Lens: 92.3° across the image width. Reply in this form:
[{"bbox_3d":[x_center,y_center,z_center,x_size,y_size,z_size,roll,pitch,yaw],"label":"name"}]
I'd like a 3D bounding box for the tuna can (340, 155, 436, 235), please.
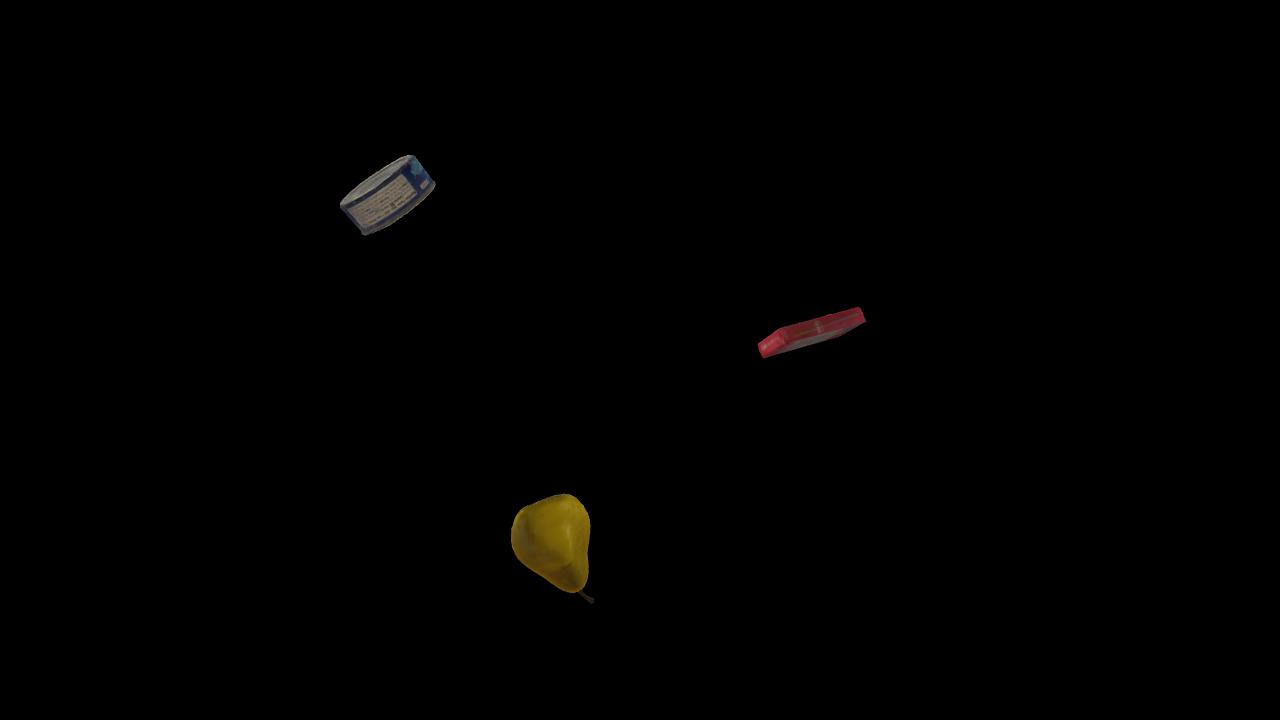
[{"bbox_3d":[-0.236,-0.155,0.574,0.084,0.034,0.084,-23,34,16],"label":"tuna can"}]

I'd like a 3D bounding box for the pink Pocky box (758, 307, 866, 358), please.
[{"bbox_3d":[0.275,-0.044,0.992,0.155,0.029,0.084,-15,-12,-17],"label":"pink Pocky box"}]

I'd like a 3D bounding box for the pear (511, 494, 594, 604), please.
[{"bbox_3d":[-0.079,0.190,0.596,0.080,0.111,0.080,-18,-7,-2],"label":"pear"}]
